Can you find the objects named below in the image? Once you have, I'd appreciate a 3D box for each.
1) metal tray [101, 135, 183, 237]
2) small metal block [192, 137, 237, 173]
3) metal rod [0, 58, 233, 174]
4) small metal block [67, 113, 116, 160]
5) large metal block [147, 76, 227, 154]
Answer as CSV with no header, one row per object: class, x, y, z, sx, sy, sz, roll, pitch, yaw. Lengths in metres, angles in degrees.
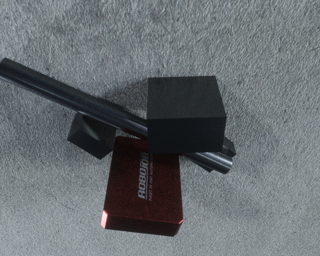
metal tray,-0.021,0.069,0.399,0.091,0.130,0.030,10,129,-8
small metal block,0.070,0.030,0.436,0.050,0.025,0.050,34,122,-26
metal rod,-0.044,-0.009,0.383,0.302,0.025,0.025,24,126,-13
small metal block,-0.085,0.005,0.394,0.050,0.050,0.025,37,121,-27
large metal block,0.027,-0.017,0.357,0.081,0.080,0.050,-2,130,1
